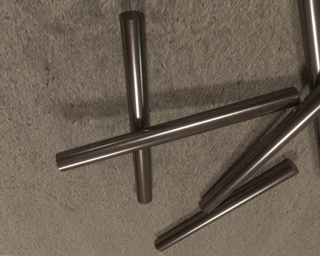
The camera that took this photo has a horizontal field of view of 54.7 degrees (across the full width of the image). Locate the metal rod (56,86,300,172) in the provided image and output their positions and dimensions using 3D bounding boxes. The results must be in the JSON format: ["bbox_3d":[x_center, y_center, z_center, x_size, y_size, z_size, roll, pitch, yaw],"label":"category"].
[{"bbox_3d":[0.020,0.002,0.383,0.302,0.025,0.025,-16,129,2],"label":"metal rod"}]

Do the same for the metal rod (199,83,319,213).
[{"bbox_3d":[0.136,0.037,0.422,0.025,0.025,0.298,18,133,-15],"label":"metal rod"}]

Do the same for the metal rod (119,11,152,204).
[{"bbox_3d":[-0.027,0.000,0.406,0.025,0.025,0.298,-1,130,0],"label":"metal rod"}]

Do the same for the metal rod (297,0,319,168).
[{"bbox_3d":[0.199,-0.034,0.381,0.025,0.025,0.299,-18,128,14],"label":"metal rod"}]

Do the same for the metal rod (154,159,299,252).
[{"bbox_3d":[0.098,0.142,0.529,0.025,0.025,0.299,34,122,-26],"label":"metal rod"}]
